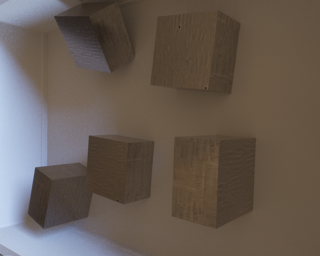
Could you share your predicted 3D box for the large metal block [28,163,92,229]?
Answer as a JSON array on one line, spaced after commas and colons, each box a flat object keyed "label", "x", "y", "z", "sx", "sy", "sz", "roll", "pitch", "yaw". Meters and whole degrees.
[{"label": "large metal block", "x": -0.157, "y": 0.106, "z": 0.501, "sx": 0.050, "sy": 0.081, "sz": 0.079, "roll": 22, "pitch": 104, "yaw": 38}]

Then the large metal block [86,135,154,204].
[{"label": "large metal block", "x": -0.058, "y": 0.054, "z": 0.438, "sx": 0.080, "sy": 0.050, "sz": 0.079, "roll": 7, "pitch": 95, "yaw": 39}]

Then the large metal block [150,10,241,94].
[{"label": "large metal block", "x": 0.040, "y": -0.085, "z": 0.358, "sx": 0.080, "sy": 0.050, "sz": 0.079, "roll": 11, "pitch": 97, "yaw": 39}]

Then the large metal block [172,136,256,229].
[{"label": "large metal block", "x": 0.058, "y": 0.049, "z": 0.323, "sx": 0.050, "sy": 0.081, "sz": 0.079, "roll": 3, "pitch": 92, "yaw": 40}]

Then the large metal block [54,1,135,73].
[{"label": "large metal block", "x": -0.092, "y": -0.130, "z": 0.442, "sx": 0.080, "sy": 0.050, "sz": 0.080, "roll": 16, "pitch": 137, "yaw": 38}]
